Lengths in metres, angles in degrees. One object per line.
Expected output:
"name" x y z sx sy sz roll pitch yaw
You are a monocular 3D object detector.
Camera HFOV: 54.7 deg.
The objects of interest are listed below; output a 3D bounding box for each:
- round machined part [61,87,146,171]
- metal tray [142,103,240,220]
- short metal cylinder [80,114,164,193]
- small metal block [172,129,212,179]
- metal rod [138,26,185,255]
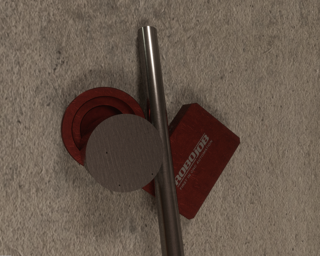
"round machined part" -0.069 0.001 0.375 0.099 0.042 0.097 0 90 -21
"metal tray" 0.038 0.043 0.414 0.090 0.030 0.130 38 78 -16
"short metal cylinder" -0.043 0.025 0.336 0.081 0.050 0.079 0 91 -21
"small metal block" 0.039 0.035 0.425 0.050 0.025 0.050 -32 101 -18
"metal rod" 0.000 0.018 0.373 0.025 0.025 0.299 -2 77 -20
